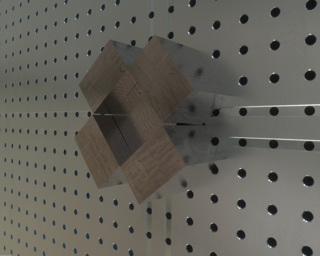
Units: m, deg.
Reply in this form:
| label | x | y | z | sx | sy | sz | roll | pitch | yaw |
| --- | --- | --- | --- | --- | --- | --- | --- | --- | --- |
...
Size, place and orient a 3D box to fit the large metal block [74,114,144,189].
| label | x | y | z | sx | sy | sz | roll | pitch | yaw |
| --- | --- | --- | --- | --- | --- | --- | --- | --- | --- |
| large metal block | -0.056 | 0.029 | 0.420 | 0.050 | 0.081 | 0.080 | -46 | 63 | 30 |

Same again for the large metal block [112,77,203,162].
| label | x | y | z | sx | sy | sz | roll | pitch | yaw |
| --- | --- | --- | --- | --- | --- | --- | --- | --- | --- |
| large metal block | -0.006 | -0.011 | 0.398 | 0.080 | 0.050 | 0.080 | -47 | 61 | 32 |

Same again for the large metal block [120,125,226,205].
| label | x | y | z | sx | sy | sz | roll | pitch | yaw |
| --- | --- | --- | --- | --- | --- | --- | --- | --- | --- |
| large metal block | 0.016 | 0.041 | 0.363 | 0.080 | 0.081 | 0.050 | -45 | 63 | 31 |

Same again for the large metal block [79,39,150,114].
| label | x | y | z | sx | sy | sz | roll | pitch | yaw |
| --- | --- | --- | --- | --- | --- | --- | --- | --- | --- |
| large metal block | -0.046 | -0.063 | 0.413 | 0.080 | 0.081 | 0.050 | -46 | 63 | 30 |

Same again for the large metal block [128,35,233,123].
| label | x | y | z | sx | sy | sz | roll | pitch | yaw |
| --- | --- | --- | --- | --- | --- | --- | --- | --- | --- |
| large metal block | 0.024 | -0.052 | 0.355 | 0.050 | 0.081 | 0.080 | -46 | 63 | 30 |
